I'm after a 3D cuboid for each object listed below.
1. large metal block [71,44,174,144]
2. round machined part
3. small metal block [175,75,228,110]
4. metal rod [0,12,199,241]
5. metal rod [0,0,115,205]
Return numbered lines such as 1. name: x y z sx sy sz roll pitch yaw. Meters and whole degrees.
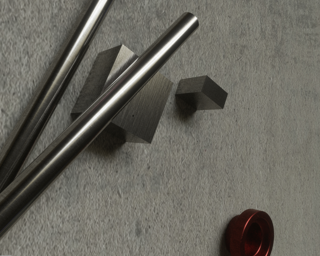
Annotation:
1. large metal block: -0.041 -0.035 0.356 0.080 0.050 0.080 32 70 -36
2. round machined part: 0.147 0.185 0.521 0.099 0.042 0.097 0 90 -40
3. small metal block: 0.059 -0.048 0.440 0.050 0.050 0.025 32 70 -36
4. metal rod: -0.048 -0.024 0.300 0.301 0.025 0.025 -51 120 -28
5. metal rod: -0.098 -0.067 0.323 0.025 0.025 0.300 36 68 -35
